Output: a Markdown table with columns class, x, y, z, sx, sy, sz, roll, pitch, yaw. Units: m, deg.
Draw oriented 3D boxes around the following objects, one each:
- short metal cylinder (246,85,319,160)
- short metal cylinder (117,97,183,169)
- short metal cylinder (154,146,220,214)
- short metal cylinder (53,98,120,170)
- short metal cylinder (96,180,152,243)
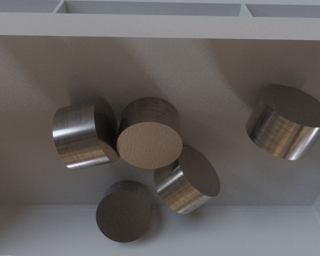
| class | x | y | z | sx | sy | sz | roll | pitch | yaw |
| --- | --- | --- | --- | --- | --- | --- | --- | --- | --- |
| short metal cylinder | 0.150 | -0.008 | 0.368 | 0.081 | 0.080 | 0.050 | 9 | 129 | -8 |
| short metal cylinder | -0.013 | 0.007 | 0.399 | 0.081 | 0.050 | 0.079 | 0 | 130 | 0 |
| short metal cylinder | 0.038 | 0.073 | 0.436 | 0.080 | 0.080 | 0.050 | 32 | 123 | -25 |
| short metal cylinder | -0.086 | 0.008 | 0.378 | 0.050 | 0.080 | 0.080 | -13 | 129 | 10 |
| short metal cylinder | -0.053 | 0.127 | 0.477 | 0.081 | 0.050 | 0.079 | 0 | 98 | 0 |
